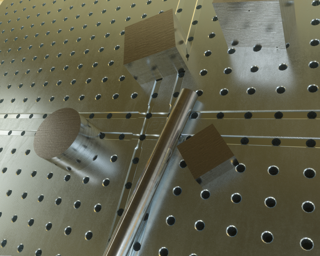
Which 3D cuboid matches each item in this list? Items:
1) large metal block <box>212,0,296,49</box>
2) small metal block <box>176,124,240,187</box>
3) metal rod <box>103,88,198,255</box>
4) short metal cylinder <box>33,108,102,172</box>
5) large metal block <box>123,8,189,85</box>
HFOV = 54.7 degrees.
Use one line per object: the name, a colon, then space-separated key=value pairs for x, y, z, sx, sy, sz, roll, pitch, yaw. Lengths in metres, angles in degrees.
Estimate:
large metal block: x=0.124 y=-0.150 z=0.399 sx=0.080 sy=0.080 sz=0.050 roll=12 pitch=68 yaw=33
small metal block: x=0.055 y=0.031 z=0.359 sx=0.050 sy=0.025 sz=0.050 roll=-33 pitch=52 yaw=6
metal rod: x=-0.022 y=0.083 z=0.367 sx=0.025 sy=0.025 sz=0.300 roll=13 pitch=68 yaw=33
short metal cylinder: x=-0.133 y=0.017 z=0.449 sx=0.080 sy=0.050 sz=0.080 roll=-13 pitch=56 yaw=20
large metal block: x=-0.006 y=-0.122 z=0.469 sx=0.080 sy=0.050 sz=0.080 roll=-15 pitch=56 yaw=19
